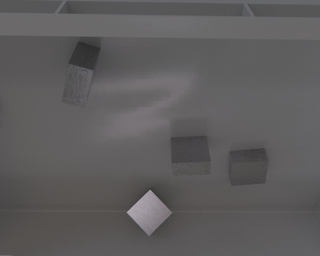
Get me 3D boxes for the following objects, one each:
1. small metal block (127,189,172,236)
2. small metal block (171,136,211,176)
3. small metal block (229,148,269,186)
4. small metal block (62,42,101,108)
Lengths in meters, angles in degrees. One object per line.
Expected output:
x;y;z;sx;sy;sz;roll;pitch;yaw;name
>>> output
-0.017;0.133;0.493;0.050;0.025;0.050;-43;87;-8;small metal block
0.041;0.038;0.425;0.050;0.050;0.025;-3;130;2;small metal block
0.130;0.059;0.460;0.050;0.025;0.050;-5;130;4;small metal block
-0.087;-0.059;0.342;0.025;0.050;0.050;14;129;-12;small metal block
